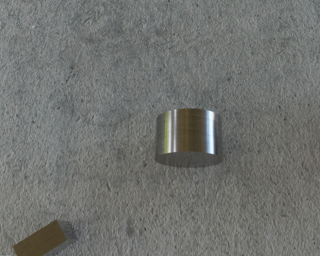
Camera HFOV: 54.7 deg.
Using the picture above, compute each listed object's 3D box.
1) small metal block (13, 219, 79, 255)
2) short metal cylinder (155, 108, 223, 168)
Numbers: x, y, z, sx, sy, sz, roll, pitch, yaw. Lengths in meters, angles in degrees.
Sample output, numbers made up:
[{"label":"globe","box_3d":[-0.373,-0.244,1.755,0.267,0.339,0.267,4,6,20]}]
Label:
[{"label":"small metal block","box_3d":[-0.126,0.129,0.347,0.050,0.050,0.025,-31,73,-11]},{"label":"short metal cylinder","box_3d":[0.035,0.015,0.374,0.080,0.080,0.050,2,70,0]}]
